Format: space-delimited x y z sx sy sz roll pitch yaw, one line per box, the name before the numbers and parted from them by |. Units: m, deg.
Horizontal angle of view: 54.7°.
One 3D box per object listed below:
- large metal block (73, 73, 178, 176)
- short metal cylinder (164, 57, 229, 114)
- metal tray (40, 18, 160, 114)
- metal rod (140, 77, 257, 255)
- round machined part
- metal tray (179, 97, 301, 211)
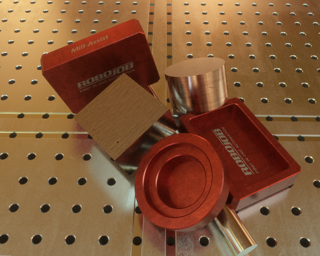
large metal block | -0.039 -0.005 0.367 0.080 0.050 0.080 -44 61 -10
short metal cylinder | 0.050 -0.059 0.417 0.080 0.050 0.080 -10 26 5
metal tray | -0.074 -0.077 0.406 0.131 0.090 0.030 -22 54 0
metal rod | 0.020 0.016 0.388 0.025 0.025 0.300 -20 53 -16
round machined part | 0.026 0.058 0.325 0.098 0.042 0.098 -13 62 26
metal tray | 0.091 0.025 0.379 0.091 0.030 0.130 -20 53 -16
